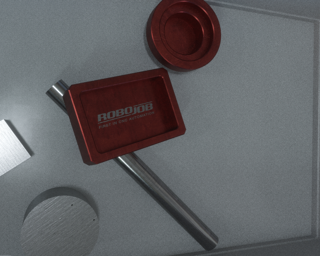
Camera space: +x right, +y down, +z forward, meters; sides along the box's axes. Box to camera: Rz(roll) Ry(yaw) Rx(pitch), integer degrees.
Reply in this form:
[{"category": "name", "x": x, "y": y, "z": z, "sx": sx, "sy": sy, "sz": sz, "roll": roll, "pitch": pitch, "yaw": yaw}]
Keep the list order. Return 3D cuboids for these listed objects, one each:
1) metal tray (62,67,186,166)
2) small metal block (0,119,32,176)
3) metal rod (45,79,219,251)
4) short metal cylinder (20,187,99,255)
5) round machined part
[{"category": "metal tray", "x": -0.039, "y": -0.017, "z": 0.375, "sx": 0.131, "sy": 0.030, "sz": 0.090, "roll": -17, "pitch": 90, "yaw": -31}, {"category": "small metal block", "x": -0.181, "y": 0.025, "z": 0.344, "sx": 0.050, "sy": 0.025, "sz": 0.050, "roll": -35, "pitch": 102, "yaw": -17}, {"category": "metal rod", "x": -0.026, "y": 0.057, "z": 0.401, "sx": 0.025, "sy": 0.025, "sz": 0.300, "roll": -47, "pitch": 105, "yaw": -14}, {"category": "short metal cylinder", "x": -0.114, "y": 0.112, "z": 0.356, "sx": 0.081, "sy": 0.050, "sz": 0.079, "roll": 0, "pitch": 90, "yaw": -21}, {"category": "round machined part", "x": 0.028, "y": -0.123, "z": 0.413, "sx": 0.099, "sy": 0.042, "sz": 0.097, "roll": 0, "pitch": 90, "yaw": -21}]
